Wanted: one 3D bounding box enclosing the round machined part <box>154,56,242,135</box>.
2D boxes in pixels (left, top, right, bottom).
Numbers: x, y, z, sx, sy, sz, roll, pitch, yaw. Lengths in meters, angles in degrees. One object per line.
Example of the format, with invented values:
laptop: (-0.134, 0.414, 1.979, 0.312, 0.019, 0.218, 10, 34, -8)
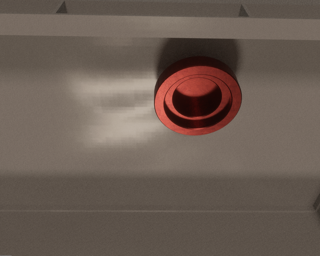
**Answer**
round machined part: (0.042, -0.041, 0.364, 0.099, 0.042, 0.097, -1, 130, 0)
